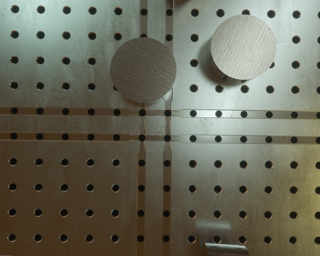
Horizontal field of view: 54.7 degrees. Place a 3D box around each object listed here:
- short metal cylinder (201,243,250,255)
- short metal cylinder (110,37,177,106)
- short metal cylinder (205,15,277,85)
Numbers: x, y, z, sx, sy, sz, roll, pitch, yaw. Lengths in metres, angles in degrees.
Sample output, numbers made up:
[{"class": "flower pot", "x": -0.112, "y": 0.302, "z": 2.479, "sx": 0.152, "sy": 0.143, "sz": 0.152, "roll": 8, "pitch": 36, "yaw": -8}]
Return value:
[{"class": "short metal cylinder", "x": 0.080, "y": 0.188, "z": 0.387, "sx": 0.050, "sy": 0.080, "sz": 0.079, "roll": 4, "pitch": 90, "yaw": 0}, {"class": "short metal cylinder", "x": -0.020, "y": -0.071, "z": 0.401, "sx": 0.081, "sy": 0.050, "sz": 0.079, "roll": 0, "pitch": 90, "yaw": -1}, {"class": "short metal cylinder", "x": 0.102, "y": -0.099, "z": 0.402, "sx": 0.081, "sy": 0.050, "sz": 0.079, "roll": 0, "pitch": 90, "yaw": 0}]
